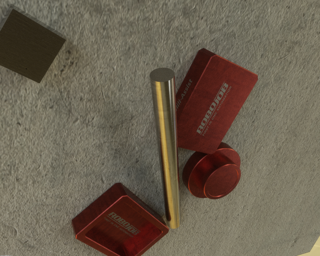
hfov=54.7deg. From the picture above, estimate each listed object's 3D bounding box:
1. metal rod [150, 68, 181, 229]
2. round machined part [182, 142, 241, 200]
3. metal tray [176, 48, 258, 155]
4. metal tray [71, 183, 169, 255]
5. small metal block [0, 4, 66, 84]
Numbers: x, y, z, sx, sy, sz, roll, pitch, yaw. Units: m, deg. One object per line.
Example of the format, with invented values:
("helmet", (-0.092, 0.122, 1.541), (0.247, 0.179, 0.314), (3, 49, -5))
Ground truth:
("metal rod", (0.013, 0.052, 0.415), (0.025, 0.025, 0.298), (-22, 137, -16))
("round machined part", (0.089, 0.074, 0.493), (0.099, 0.042, 0.097), (-14, 125, -21))
("metal tray", (0.065, -0.031, 0.422), (0.091, 0.030, 0.129), (15, 111, -35))
("metal tray", (-0.055, 0.148, 0.466), (0.090, 0.030, 0.130), (-40, 130, -1))
("small metal block", (-0.126, -0.078, 0.290), (0.050, 0.025, 0.050), (27, 103, -38))
